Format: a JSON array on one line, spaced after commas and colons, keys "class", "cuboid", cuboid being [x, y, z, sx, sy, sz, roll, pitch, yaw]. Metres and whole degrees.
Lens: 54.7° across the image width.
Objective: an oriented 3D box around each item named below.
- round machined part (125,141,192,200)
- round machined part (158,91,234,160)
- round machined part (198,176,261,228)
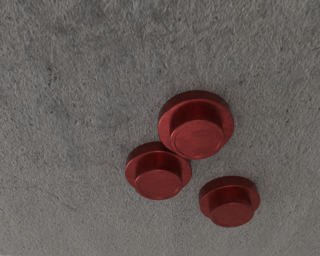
[{"class": "round machined part", "cuboid": [-0.002, 0.069, 0.455, 0.099, 0.042, 0.097, 0, 130, 0]}, {"class": "round machined part", "cuboid": [0.046, 0.003, 0.399, 0.099, 0.042, 0.097, 0, 130, 0]}, {"class": "round machined part", "cuboid": [0.114, 0.125, 0.504, 0.099, 0.042, 0.097, 0, 130, 0]}]
